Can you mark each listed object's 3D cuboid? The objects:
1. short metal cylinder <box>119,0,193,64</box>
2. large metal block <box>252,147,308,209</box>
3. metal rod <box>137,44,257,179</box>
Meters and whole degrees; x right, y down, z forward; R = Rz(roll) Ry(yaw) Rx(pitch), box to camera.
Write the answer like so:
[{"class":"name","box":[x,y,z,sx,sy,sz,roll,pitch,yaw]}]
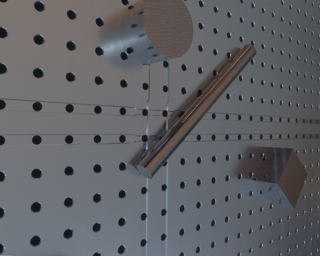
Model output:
[{"class":"short metal cylinder","box":[-0.004,-0.124,0.391,0.081,0.050,0.079,0,90,-40]},{"class":"large metal block","box":[0.231,0.094,0.590,0.080,0.050,0.080,50,60,-29]},{"class":"metal rod","box":[0.069,-0.040,0.469,0.301,0.025,0.025,-47,119,-30]}]
